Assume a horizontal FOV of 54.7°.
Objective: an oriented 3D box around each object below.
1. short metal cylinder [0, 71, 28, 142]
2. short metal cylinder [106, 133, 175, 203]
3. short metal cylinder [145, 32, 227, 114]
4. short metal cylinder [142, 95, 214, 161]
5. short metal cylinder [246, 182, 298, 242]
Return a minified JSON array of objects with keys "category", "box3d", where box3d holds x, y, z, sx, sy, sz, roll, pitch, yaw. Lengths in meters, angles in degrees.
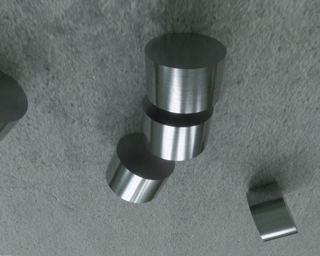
[{"category":"short metal cylinder","box3d":[-0.200,-0.025,0.347,0.080,0.080,0.050,36,121,-27]},{"category":"short metal cylinder","box3d":[-0.027,0.053,0.416,0.081,0.080,0.050,17,128,-15]},{"category":"short metal cylinder","box3d":[0.025,-0.059,0.321,0.081,0.080,0.050,0,130,0]},{"category":"short metal cylinder","box3d":[0.019,-0.008,0.365,0.081,0.080,0.050,2,130,-2]},{"category":"short metal cylinder","box3d":[0.175,0.131,0.486,0.050,0.080,0.080,-23,127,18]}]
